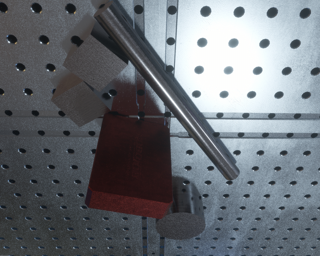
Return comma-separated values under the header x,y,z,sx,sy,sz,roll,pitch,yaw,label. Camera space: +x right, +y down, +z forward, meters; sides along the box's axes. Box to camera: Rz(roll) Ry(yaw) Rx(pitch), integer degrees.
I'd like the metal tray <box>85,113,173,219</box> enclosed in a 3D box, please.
x,y,z,sx,sy,sz,roll,pitch,yaw,label
-0.034,0.041,0.377,0.091,0.130,0.030,12,129,-11,metal tray

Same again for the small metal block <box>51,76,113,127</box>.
x,y,z,sx,sy,sz,roll,pitch,yaw,label
-0.094,-0.035,0.381,0.050,0.025,0.050,-26,126,20,small metal block

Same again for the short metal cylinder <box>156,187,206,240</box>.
x,y,z,sx,sy,sz,roll,pitch,yaw,label
0.033,0.143,0.518,0.081,0.050,0.079,0,130,0,short metal cylinder

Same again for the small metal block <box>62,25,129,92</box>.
x,y,z,sx,sy,sz,roll,pitch,yaw,label
-0.070,-0.076,0.346,0.050,0.025,0.050,37,121,-28,small metal block

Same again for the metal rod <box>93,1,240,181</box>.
x,y,z,sx,sy,sz,roll,pitch,yaw,label
0.027,-0.025,0.390,0.025,0.025,0.300,-27,126,21,metal rod
